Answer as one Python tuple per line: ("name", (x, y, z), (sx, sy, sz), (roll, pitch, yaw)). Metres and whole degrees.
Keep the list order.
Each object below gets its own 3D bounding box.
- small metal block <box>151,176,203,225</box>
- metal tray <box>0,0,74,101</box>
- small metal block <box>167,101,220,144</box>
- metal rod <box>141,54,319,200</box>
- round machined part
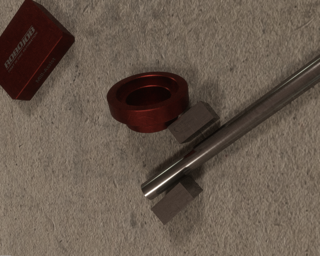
("small metal block", (0.023, 0.089, 0.387), (0.050, 0.050, 0.025), (-45, 76, 14))
("metal tray", (-0.203, -0.118, 0.476), (0.090, 0.030, 0.130), (45, 103, 14))
("small metal block", (0.043, -0.007, 0.380), (0.050, 0.050, 0.025), (-39, 79, 15))
("metal rod", (0.097, -0.003, 0.374), (0.300, 0.025, 0.025), (-38, 78, 15))
("round machined part", (-0.013, -0.030, 0.384), (0.098, 0.098, 0.042), (5, 127, 19))
